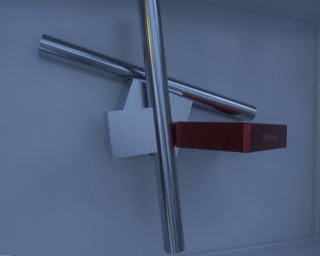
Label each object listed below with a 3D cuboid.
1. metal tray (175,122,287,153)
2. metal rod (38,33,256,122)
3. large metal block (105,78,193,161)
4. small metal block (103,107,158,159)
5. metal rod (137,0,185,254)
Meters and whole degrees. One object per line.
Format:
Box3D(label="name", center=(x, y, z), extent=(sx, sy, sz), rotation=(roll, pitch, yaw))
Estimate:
Box3D(label="metal tray", center=(0.091, 0.009, 0.381), extent=(0.131, 0.090, 0.030), rotation=(1, 91, -52))
Box3D(label="metal rod", center=(-0.001, -0.060, 0.410), extent=(0.302, 0.025, 0.025), rotation=(15, 85, -20))
Box3D(label="large metal block", center=(-0.015, -0.008, 0.391), extent=(0.081, 0.050, 0.080), rotation=(19, 84, -20))
Box3D(label="small metal block", center=(-0.033, 0.005, 0.344), extent=(0.050, 0.025, 0.050), rotation=(-7, 92, -21))
Box3D(label="metal rod", center=(0.001, -0.006, 0.357), extent=(0.025, 0.025, 0.298), rotation=(-7, 93, -20))
